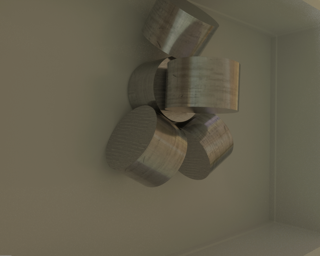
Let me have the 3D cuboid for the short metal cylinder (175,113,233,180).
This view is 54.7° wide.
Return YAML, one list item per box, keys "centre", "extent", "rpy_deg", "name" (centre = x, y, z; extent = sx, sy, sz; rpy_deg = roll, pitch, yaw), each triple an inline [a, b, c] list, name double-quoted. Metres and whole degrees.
- centre: [0.049, 0.021, 0.409]
  extent: [0.050, 0.080, 0.080]
  rpy_deg: [-35, 112, -34]
  name: "short metal cylinder"

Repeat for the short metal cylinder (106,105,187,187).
- centre: [-0.016, 0.021, 0.355]
  extent: [0.050, 0.080, 0.080]
  rpy_deg: [36, 68, -34]
  name: "short metal cylinder"

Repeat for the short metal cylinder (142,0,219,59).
- centre: [0.025, -0.124, 0.381]
  extent: [0.081, 0.080, 0.050]
  rpy_deg: [5, 130, -40]
  name: "short metal cylinder"

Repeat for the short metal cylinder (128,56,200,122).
- centre: [0.007, -0.047, 0.393]
  extent: [0.081, 0.050, 0.080]
  rpy_deg: [0, 90, -40]
  name: "short metal cylinder"

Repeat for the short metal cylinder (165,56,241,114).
- centre: [0.047, -0.044, 0.342]
  extent: [0.081, 0.080, 0.050]
  rpy_deg: [4, 88, -40]
  name: "short metal cylinder"
